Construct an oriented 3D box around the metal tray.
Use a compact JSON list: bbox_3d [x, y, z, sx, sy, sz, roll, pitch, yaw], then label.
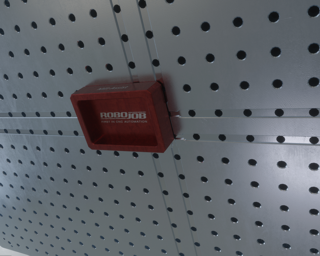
[{"bbox_3d":[-0.053,-0.013,0.428,0.130,0.030,0.090,0,119,28],"label":"metal tray"}]
